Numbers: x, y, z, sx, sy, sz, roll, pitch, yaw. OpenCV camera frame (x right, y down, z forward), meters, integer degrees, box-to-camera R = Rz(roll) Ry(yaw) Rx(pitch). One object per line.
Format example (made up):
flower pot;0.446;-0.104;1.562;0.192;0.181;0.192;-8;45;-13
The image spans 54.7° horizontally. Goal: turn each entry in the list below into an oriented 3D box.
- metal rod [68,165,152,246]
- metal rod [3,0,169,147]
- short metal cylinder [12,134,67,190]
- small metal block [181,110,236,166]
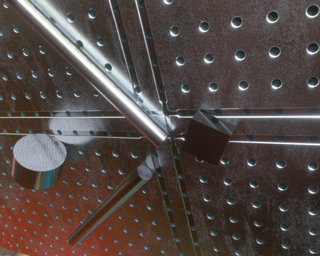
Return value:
metal rod;-0.102;0.152;0.558;0.025;0.025;0.298;42;129;-1
metal rod;-0.104;-0.087;0.412;0.300;0.025;0.025;44;129;-3
short metal cylinder;-0.202;0.055;0.516;0.080;0.080;0.050;32;129;7
small metal block;0.060;0.013;0.388;0.050;0.025;0.050;24;127;13
